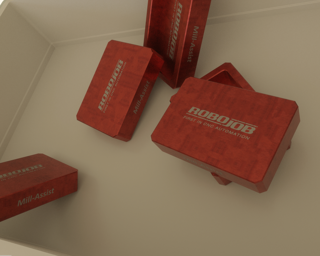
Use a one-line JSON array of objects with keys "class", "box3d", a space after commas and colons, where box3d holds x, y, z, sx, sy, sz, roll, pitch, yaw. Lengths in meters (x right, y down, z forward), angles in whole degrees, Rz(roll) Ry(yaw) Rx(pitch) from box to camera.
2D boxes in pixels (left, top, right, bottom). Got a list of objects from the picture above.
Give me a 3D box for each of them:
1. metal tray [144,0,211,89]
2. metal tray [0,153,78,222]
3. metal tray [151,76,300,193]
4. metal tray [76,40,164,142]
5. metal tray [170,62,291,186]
[{"class": "metal tray", "box3d": [0.017, -0.129, 0.413, 0.030, 0.129, 0.090, -16, 44, -30]}, {"class": "metal tray", "box3d": [-0.183, 0.072, 0.394, 0.090, 0.131, 0.030, 16, 109, 34]}, {"class": "metal tray", "box3d": [0.065, 0.001, 0.328, 0.130, 0.030, 0.090, 21, 72, 35]}, {"class": "metal tray", "box3d": [-0.059, -0.056, 0.445, 0.090, 0.030, 0.129, 23, 89, 35]}, {"class": "metal tray", "box3d": [0.077, -0.010, 0.366, 0.090, 0.030, 0.130, -32, 52, 7]}]
